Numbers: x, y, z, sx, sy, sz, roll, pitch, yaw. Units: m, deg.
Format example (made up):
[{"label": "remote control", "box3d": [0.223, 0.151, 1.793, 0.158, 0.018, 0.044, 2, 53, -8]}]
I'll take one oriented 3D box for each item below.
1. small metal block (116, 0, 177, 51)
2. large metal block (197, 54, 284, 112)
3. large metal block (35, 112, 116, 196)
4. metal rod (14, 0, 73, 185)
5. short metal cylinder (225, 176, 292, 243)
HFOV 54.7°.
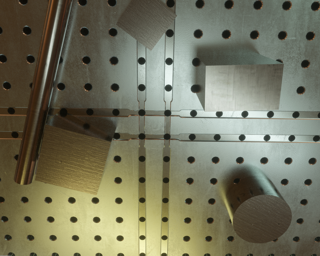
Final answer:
[{"label": "small metal block", "box3d": [-0.016, -0.128, 0.366, 0.050, 0.025, 0.050, 35, 106, -13]}, {"label": "large metal block", "box3d": [0.088, -0.056, 0.365, 0.081, 0.080, 0.050, -1, 110, 0]}, {"label": "large metal block", "box3d": [-0.110, 0.033, 0.411, 0.080, 0.050, 0.079, 16, 109, -6]}, {"label": "metal rod", "box3d": [-0.146, -0.060, 0.389, 0.025, 0.025, 0.298, 17, 109, -7]}, {"label": "short metal cylinder", "box3d": [0.139, 0.117, 0.445, 0.081, 0.050, 0.079, 0, 110, -1]}]
